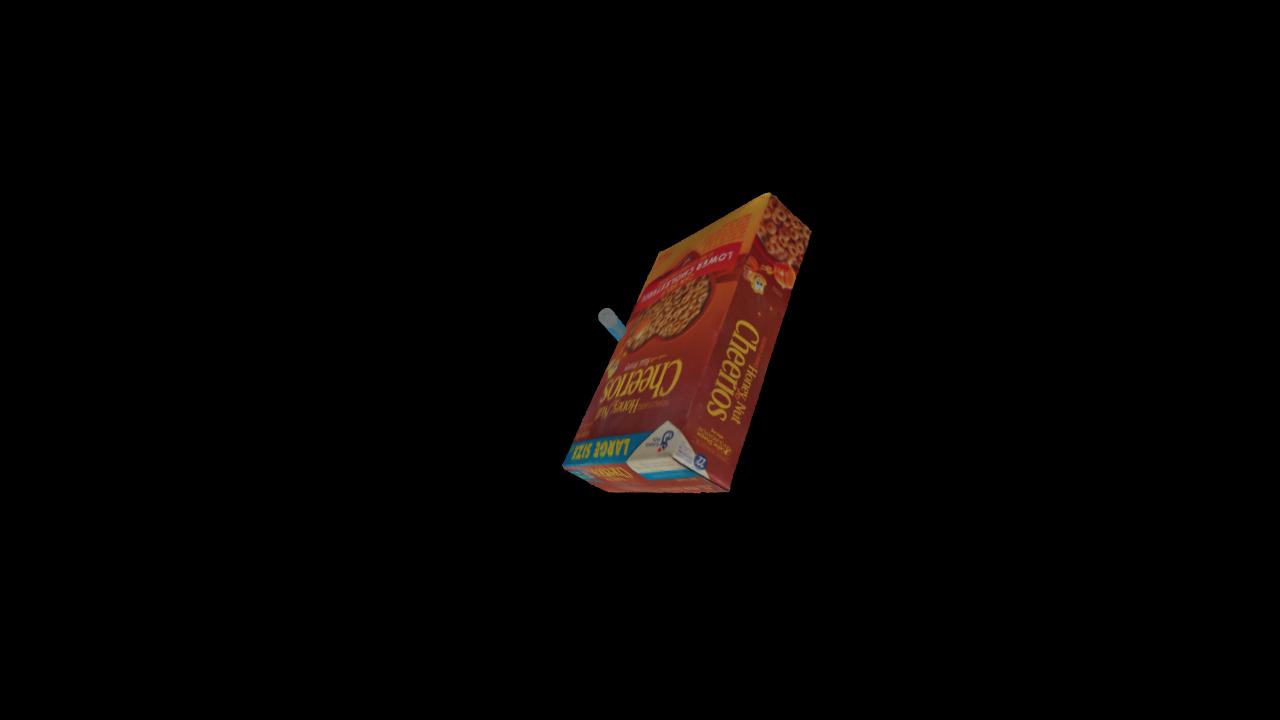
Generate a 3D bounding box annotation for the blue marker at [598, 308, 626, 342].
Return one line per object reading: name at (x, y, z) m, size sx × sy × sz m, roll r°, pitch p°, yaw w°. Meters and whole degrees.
blue marker at (-0.019, -0.028, 0.736) m, size 0.020 × 0.020 × 0.121 m, roll 0°, pitch -21°, yaw 20°

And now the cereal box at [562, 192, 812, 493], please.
cereal box at (0.048, -0.011, 0.650) m, size 0.081 × 0.306 × 0.203 m, roll 35°, pitch -27°, yaw -23°
